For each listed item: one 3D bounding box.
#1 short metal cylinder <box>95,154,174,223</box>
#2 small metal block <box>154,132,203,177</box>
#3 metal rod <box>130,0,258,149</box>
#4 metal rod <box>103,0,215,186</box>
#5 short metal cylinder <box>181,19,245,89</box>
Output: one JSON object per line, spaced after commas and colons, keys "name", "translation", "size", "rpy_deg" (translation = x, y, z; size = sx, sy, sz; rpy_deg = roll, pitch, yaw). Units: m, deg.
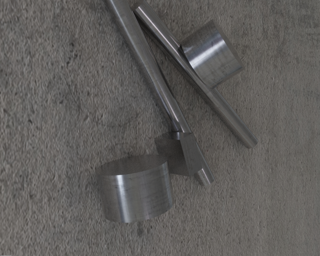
{"name": "short metal cylinder", "translation": [-0.027, 0.064, 0.346], "size": [0.081, 0.080, 0.050], "rpy_deg": [-15, 100, -39]}
{"name": "small metal block", "translation": [0.024, 0.033, 0.408], "size": [0.025, 0.050, 0.050], "rpy_deg": [-25, 106, -37]}
{"name": "metal rod", "translation": [0.065, -0.062, 0.458], "size": [0.300, 0.025, 0.025], "rpy_deg": [43, 64, -31]}
{"name": "metal rod", "translation": [0.004, -0.044, 0.407], "size": [0.025, 0.025, 0.299], "rpy_deg": [-42, 116, -32]}
{"name": "short metal cylinder", "translation": [0.073, -0.100, 0.424], "size": [0.080, 0.050, 0.080], "rpy_deg": [45, 26, -29]}
